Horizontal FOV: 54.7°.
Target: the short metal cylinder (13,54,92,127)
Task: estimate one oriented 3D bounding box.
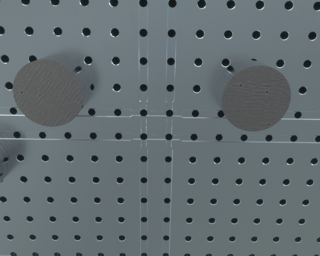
[{"bbox_3d":[-0.129,-0.047,0.381,0.081,0.050,0.079,0,110,0],"label":"short metal cylinder"}]

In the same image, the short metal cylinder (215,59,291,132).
[{"bbox_3d":[0.113,-0.042,0.386,0.081,0.050,0.079,0,110,0],"label":"short metal cylinder"}]

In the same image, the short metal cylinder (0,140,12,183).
[{"bbox_3d":[-0.251,0.052,0.417,0.081,0.050,0.079,0,110,0],"label":"short metal cylinder"}]
